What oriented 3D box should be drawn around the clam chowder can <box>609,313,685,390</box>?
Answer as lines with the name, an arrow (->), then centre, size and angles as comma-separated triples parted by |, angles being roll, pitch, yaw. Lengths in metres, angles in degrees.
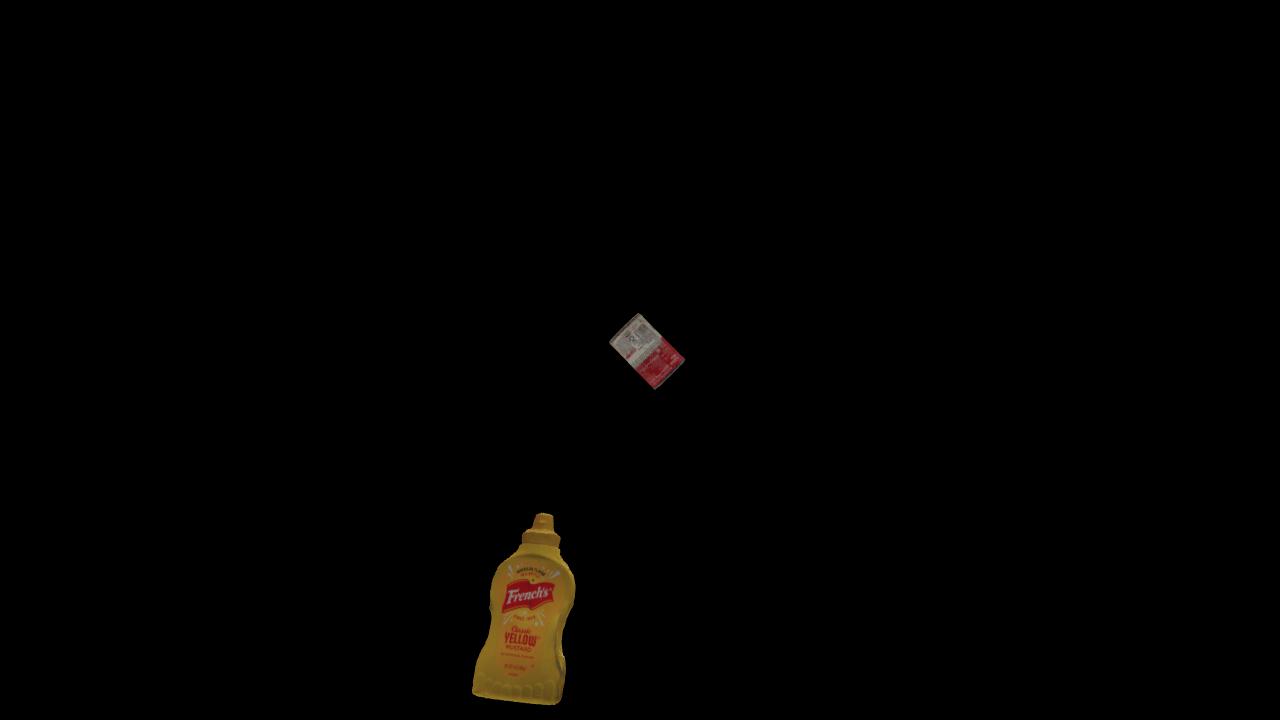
clam chowder can -> 0.010, -0.014, 0.944 | 0.068, 0.102, 0.068 | -45, 2, 2

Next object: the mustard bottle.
mustard bottle -> -0.114, 0.253, 0.646 | 0.092, 0.184, 0.054 | 1, -25, 10
